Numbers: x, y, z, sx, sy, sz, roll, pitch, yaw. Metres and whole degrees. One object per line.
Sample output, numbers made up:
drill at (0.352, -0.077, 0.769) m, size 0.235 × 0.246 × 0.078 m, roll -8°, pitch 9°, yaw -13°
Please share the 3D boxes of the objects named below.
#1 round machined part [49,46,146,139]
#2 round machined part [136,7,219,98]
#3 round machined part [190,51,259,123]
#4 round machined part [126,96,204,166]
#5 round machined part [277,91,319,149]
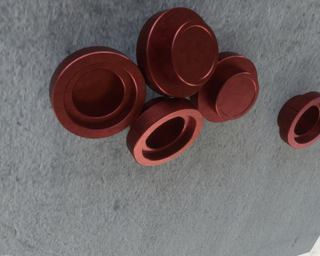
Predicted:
round machined part at (-0.068, -0.041, 0.335) m, size 0.099 × 0.042 × 0.097 m, roll -14°, pitch 124°, yaw -21°
round machined part at (0.026, -0.081, 0.341) m, size 0.099 × 0.042 × 0.097 m, roll -9°, pitch 104°, yaw -37°
round machined part at (0.093, -0.050, 0.418) m, size 0.099 × 0.042 × 0.097 m, roll -14°, pitch 125°, yaw -21°
round machined part at (0.002, -0.001, 0.386) m, size 0.099 × 0.042 × 0.097 m, roll -24°, pitch 145°, yaw -18°
round machined part at (0.238, -0.017, 0.519) m, size 0.099 × 0.042 × 0.097 m, roll -14°, pitch 125°, yaw -21°
